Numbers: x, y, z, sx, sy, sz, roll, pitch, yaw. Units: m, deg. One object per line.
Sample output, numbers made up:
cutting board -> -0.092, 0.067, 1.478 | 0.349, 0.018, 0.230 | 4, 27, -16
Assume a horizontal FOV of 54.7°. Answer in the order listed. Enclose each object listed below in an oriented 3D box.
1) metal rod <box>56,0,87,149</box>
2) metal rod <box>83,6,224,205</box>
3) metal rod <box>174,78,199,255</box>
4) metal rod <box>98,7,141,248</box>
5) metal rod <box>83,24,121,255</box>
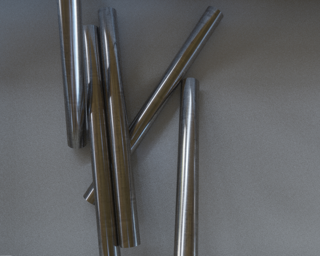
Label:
metal rod -> -0.097, -0.106, 0.336 | 0.025, 0.025, 0.298 | 6, 121, -1
metal rod -> -0.008, -0.029, 0.411 | 0.025, 0.025, 0.299 | 33, 90, -1
metal rod -> 0.031, 0.073, 0.346 | 0.025, 0.025, 0.299 | 4, 63, 0
metal rod -> -0.053, -0.007, 0.389 | 0.025, 0.025, 0.298 | -7, 82, -1
metal rod -> -0.076, 0.015, 0.390 | 0.025, 0.025, 0.298 | -7, 82, -1
